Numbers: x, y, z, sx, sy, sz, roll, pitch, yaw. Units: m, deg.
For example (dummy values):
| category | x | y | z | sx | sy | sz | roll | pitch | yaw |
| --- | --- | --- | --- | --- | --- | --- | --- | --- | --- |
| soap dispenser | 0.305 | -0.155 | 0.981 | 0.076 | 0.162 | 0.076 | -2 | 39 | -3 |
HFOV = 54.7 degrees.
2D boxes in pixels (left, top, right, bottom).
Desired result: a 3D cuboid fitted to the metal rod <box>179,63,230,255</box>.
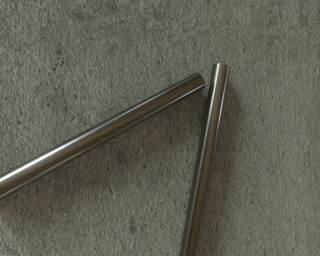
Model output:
| category | x | y | z | sx | sy | sz | roll | pitch | yaw |
| --- | --- | --- | --- | --- | --- | --- | --- | --- | --- |
| metal rod | 0.061 | 0.058 | 0.432 | 0.025 | 0.025 | 0.298 | 12 | 86 | -20 |

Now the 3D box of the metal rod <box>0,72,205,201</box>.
| category | x | y | z | sx | sy | sz | roll | pitch | yaw |
| --- | --- | --- | --- | --- | --- | --- | --- | --- | --- |
| metal rod | -0.070 | 0.005 | 0.383 | 0.302 | 0.025 | 0.025 | -30 | 100 | -18 |
